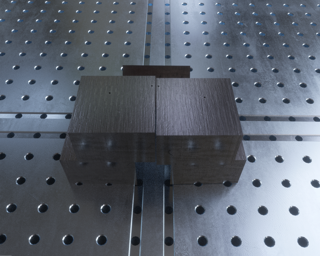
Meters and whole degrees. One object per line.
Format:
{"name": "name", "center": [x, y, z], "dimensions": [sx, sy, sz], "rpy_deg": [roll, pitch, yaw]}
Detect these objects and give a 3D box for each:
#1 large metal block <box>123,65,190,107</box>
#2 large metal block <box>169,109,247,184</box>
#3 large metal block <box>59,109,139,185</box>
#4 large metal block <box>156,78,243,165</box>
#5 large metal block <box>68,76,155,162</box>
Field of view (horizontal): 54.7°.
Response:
{"name": "large metal block", "center": [-0.004, -0.056, 0.411], "dimensions": [0.081, 0.050, 0.080], "rpy_deg": [0, 8, 0]}
{"name": "large metal block", "center": [0.052, 0.020, 0.375], "dimensions": [0.081, 0.050, 0.080], "rpy_deg": [-1, 50, -1]}
{"name": "large metal block", "center": [-0.066, 0.020, 0.374], "dimensions": [0.081, 0.050, 0.080], "rpy_deg": [1, 50, 0]}
{"name": "large metal block", "center": [0.037, -0.008, 0.331], "dimensions": [0.081, 0.050, 0.080], "rpy_deg": [0, 50, -1]}
{"name": "large metal block", "center": [-0.045, -0.010, 0.331], "dimensions": [0.081, 0.050, 0.080], "rpy_deg": [0, 50, -1]}
